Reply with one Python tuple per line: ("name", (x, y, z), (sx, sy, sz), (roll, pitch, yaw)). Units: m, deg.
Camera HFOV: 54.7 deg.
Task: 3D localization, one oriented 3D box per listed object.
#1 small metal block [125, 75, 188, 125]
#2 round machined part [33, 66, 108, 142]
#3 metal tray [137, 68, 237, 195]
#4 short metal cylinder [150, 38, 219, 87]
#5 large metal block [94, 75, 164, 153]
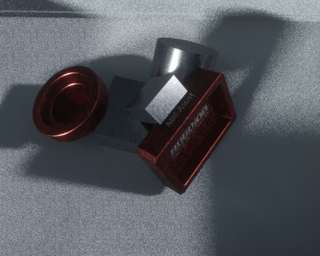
("small metal block", (-0.005, -0.032, 0.352), (0.025, 0.050, 0.050), (47, 73, -25))
("round machined part", (-0.108, -0.027, 0.395), (0.098, 0.042, 0.098), (-10, 63, 20))
("metal tray", (0.038, 0.005, 0.371), (0.030, 0.090, 0.130), (25, 69, 37))
("short metal cylinder", (0.031, -0.082, 0.402), (0.080, 0.080, 0.050), (15, 115, 5))
("large metal block", (-0.029, -0.013, 0.399), (0.080, 0.050, 0.080), (14, 71, 4))
